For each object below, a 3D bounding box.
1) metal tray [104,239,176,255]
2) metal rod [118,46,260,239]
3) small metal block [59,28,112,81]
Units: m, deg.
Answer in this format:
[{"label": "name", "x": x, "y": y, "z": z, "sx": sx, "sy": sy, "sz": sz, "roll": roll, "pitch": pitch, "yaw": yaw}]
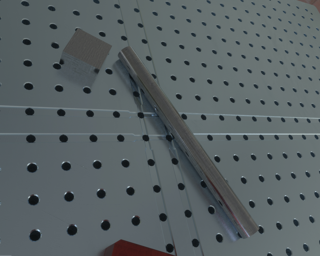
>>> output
[{"label": "metal tray", "x": -0.019, "y": 0.182, "z": 0.285, "sx": 0.091, "sy": 0.030, "sz": 0.130, "roll": 23, "pitch": 53, "yaw": -15}, {"label": "metal rod", "x": 0.032, "y": 0.011, "z": 0.420, "sx": 0.025, "sy": 0.025, "sz": 0.299, "roll": -26, "pitch": 76, "yaw": -37}, {"label": "small metal block", "x": -0.099, "y": -0.099, "z": 0.416, "sx": 0.050, "sy": 0.025, "sz": 0.050, "roll": 26, "pitch": 53, "yaw": -13}]
